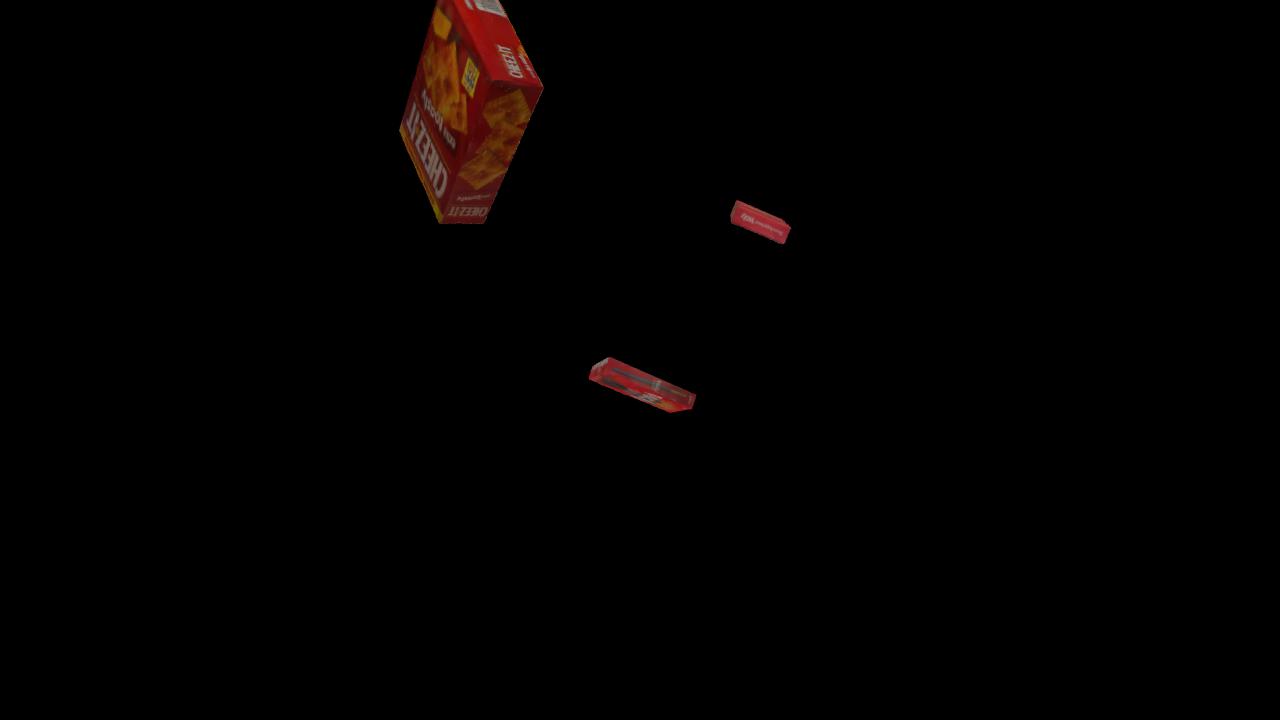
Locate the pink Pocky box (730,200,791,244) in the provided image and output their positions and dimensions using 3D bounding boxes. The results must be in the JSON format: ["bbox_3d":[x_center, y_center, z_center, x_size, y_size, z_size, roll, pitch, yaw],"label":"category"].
[{"bbox_3d":[0.181,-0.213,0.939,0.084,0.029,0.155,23,19,1],"label":"pink Pocky box"}]

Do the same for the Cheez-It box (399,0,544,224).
[{"bbox_3d":[-0.211,-0.298,0.737,0.071,0.166,0.223,-10,-24,-39],"label":"Cheez-It box"}]

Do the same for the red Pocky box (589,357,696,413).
[{"bbox_3d":[0.003,0.042,0.962,0.155,0.028,0.083,24,-18,-16],"label":"red Pocky box"}]
